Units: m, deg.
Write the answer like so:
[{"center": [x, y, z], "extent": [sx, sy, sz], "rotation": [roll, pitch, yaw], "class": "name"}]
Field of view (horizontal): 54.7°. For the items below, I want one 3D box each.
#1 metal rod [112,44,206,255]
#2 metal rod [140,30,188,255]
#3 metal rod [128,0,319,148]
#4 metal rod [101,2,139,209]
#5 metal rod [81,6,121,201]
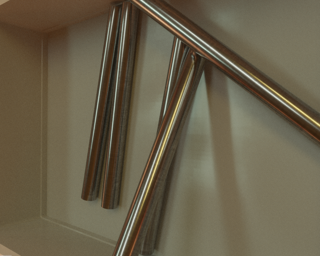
[{"center": [-0.001, 0.037, 0.334], "extent": [0.025, 0.025, 0.299], "rotation": [9, 73, 39], "class": "metal rod"}, {"center": [0.005, 0.022, 0.402], "extent": [0.025, 0.025, 0.298], "rotation": [17, 101, 39], "class": "metal rod"}, {"center": [0.063, -0.077, 0.329], "extent": [0.300, 0.025, 0.025], "rotation": [44, 117, 22], "class": "metal rod"}, {"center": [-0.059, -0.028, 0.455], "extent": [0.025, 0.025, 0.298], "rotation": [12, 97, 39], "class": "metal rod"}, {"center": [-0.089, -0.032, 0.480], "extent": [0.025, 0.025, 0.298], "rotation": [17, 101, 38], "class": "metal rod"}]
